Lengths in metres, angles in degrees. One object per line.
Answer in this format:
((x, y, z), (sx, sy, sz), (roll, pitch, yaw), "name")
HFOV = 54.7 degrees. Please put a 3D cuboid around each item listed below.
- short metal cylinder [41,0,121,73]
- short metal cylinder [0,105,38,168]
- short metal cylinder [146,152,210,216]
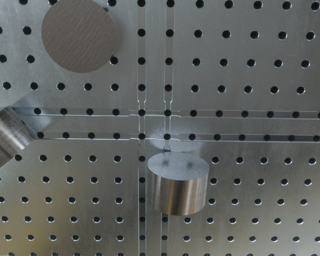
((-0.088, -0.108, 0.359), (0.081, 0.050, 0.079), (0, 110, -1), "short metal cylinder")
((-0.203, 0.016, 0.387), (0.080, 0.080, 0.050), (-35, 107, 11), "short metal cylinder")
((0.023, 0.071, 0.411), (0.081, 0.080, 0.050), (3, 110, -2), "short metal cylinder")
